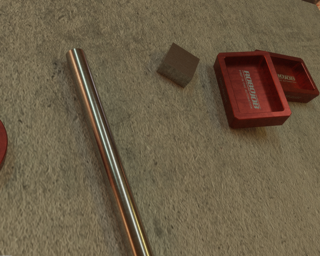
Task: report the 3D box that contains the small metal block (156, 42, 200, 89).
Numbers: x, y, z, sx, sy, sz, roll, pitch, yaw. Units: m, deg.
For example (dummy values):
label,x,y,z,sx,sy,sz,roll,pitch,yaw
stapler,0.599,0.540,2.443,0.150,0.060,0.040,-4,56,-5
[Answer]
label,x,y,z,sx,sy,sz,roll,pitch,yaw
small metal block,0.029,-0.097,0.481,0.050,0.025,0.050,30,52,-9

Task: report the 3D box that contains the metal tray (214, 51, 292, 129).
label,x,y,z,sx,sy,sz,roll,pitch,yaw
metal tray,0.146,-0.065,0.502,0.091,0.030,0.130,-4,62,-8

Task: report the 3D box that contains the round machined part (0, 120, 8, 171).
label,x,y,z,sx,sy,sz,roll,pitch,yaw
round machined part,-0.193,0.012,0.282,0.099,0.042,0.098,14,56,-21

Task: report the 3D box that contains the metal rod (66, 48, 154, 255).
label,x,y,z,sx,sy,sz,roll,pitch,yaw
metal rod,-0.058,0.035,0.352,0.025,0.025,0.299,-9,66,-32

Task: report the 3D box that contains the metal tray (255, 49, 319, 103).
label,x,y,z,sx,sy,sz,roll,pitch,yaw
metal tray,0.233,-0.097,0.587,0.131,0.030,0.090,2,61,-28
